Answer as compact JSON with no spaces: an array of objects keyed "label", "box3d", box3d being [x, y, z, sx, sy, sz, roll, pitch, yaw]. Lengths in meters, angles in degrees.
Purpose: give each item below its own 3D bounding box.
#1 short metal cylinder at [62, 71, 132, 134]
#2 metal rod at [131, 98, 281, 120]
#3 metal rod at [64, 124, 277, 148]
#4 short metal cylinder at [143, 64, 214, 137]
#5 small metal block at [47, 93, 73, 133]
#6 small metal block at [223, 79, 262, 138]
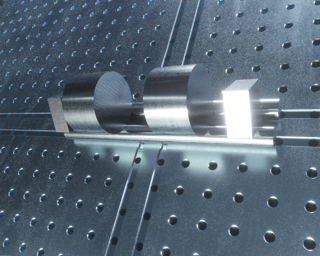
[{"label":"short metal cylinder","box3d":[-0.080,-0.032,0.407,0.050,0.080,0.080,1,62,29]},{"label":"metal rod","box3d":[0.003,-0.024,0.421,0.300,0.025,0.025,1,62,28]},{"label":"metal rod","box3d":[-0.007,0.007,0.408,0.300,0.025,0.025,1,62,28]},{"label":"short metal cylinder","box3d":[0.023,-0.030,0.351,0.050,0.080,0.080,1,62,29]},{"label":"small metal block","box3d":[-0.129,-0.026,0.447,0.025,0.050,0.050,1,20,29]},{"label":"small metal block","box3d":[0.089,-0.022,0.329,0.025,0.050,0.050,0,21,29]}]
